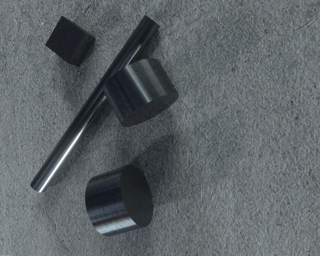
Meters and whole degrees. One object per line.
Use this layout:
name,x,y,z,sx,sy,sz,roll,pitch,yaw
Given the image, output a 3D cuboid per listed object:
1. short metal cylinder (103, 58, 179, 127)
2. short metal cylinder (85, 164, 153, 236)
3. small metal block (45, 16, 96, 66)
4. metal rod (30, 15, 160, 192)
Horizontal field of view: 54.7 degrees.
short metal cylinder,-0.024,-0.043,0.388,0.080,0.080,0.050,-32,80,17
short metal cylinder,-0.050,0.092,0.397,0.050,0.080,0.080,-21,83,19
small metal block,-0.132,-0.127,0.455,0.050,0.025,0.050,38,102,16
metal rod,-0.098,-0.027,0.443,0.025,0.025,0.299,40,102,15
